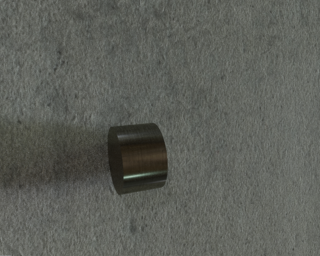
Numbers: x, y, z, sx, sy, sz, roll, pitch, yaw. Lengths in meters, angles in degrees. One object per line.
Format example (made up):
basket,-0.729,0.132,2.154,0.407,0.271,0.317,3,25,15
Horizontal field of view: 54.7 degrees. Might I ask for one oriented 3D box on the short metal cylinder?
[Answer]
short metal cylinder,-0.029,0.036,0.370,0.050,0.080,0.079,-6,92,-20
